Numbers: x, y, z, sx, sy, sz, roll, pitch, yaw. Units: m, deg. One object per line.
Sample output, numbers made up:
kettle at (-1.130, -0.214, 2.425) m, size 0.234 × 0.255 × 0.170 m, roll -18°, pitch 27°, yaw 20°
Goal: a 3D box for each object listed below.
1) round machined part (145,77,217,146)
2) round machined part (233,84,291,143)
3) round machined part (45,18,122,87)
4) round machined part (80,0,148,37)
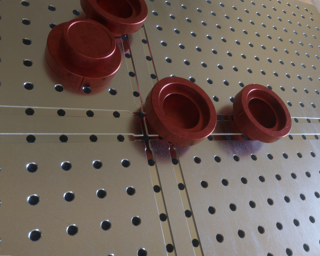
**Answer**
round machined part at (0.025, -0.019, 0.424) m, size 0.099 × 0.042 × 0.098 m, roll 14°, pitch 56°, yaw -21°
round machined part at (0.157, -0.019, 0.496) m, size 0.099 × 0.042 × 0.098 m, roll 14°, pitch 56°, yaw -21°
round machined part at (-0.097, -0.106, 0.410) m, size 0.099 × 0.042 × 0.098 m, roll 14°, pitch 56°, yaw -21°
round machined part at (-0.071, -0.177, 0.467) m, size 0.099 × 0.042 × 0.098 m, roll 15°, pitch 54°, yaw -21°
